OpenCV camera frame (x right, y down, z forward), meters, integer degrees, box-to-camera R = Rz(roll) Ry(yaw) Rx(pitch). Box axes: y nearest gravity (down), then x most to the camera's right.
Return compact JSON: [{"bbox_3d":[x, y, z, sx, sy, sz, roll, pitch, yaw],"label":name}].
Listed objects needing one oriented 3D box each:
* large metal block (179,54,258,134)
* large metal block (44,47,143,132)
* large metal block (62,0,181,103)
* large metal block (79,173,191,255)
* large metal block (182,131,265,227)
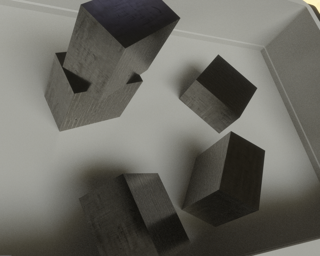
[{"bbox_3d":[0.090,-0.053,0.472,0.080,0.050,0.080,41,51,-1],"label":"large metal block"},{"bbox_3d":[-0.079,-0.045,0.356,0.081,0.080,0.050,-17,71,-35],"label":"large metal block"},{"bbox_3d":[-0.038,-0.082,0.298,0.050,0.080,0.080,46,51,3],"label":"large metal block"},{"bbox_3d":[-0.021,0.091,0.299,0.080,0.050,0.080,64,16,17],"label":"large metal block"},{"bbox_3d":[0.077,0.063,0.375,0.050,0.080,0.080,29,52,-10],"label":"large metal block"}]
